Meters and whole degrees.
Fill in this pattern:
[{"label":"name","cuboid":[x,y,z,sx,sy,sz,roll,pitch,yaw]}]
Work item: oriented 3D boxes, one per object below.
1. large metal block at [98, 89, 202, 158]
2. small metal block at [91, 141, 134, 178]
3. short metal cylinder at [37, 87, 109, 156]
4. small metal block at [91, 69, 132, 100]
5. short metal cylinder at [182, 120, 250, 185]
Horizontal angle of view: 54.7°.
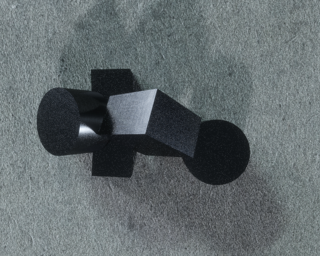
[{"label":"large metal block","cuboid":[-0.011,-0.002,0.365,0.080,0.080,0.050,29,68,-42]},{"label":"small metal block","cuboid":[-0.062,0.038,0.410,0.050,0.025,0.050,3,90,-1]},{"label":"short metal cylinder","cuboid":[-0.105,-0.008,0.379,0.080,0.050,0.079,1,91,35]},{"label":"small metal block","cuboid":[-0.063,-0.051,0.410,0.050,0.025,0.050,-1,90,-1]},{"label":"short metal cylinder","cuboid":[0.069,0.029,0.400,0.081,0.050,0.079,0,90,-1]}]
